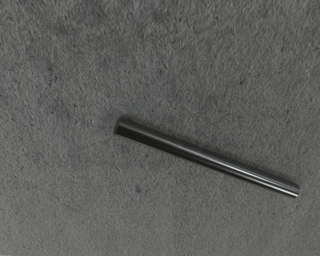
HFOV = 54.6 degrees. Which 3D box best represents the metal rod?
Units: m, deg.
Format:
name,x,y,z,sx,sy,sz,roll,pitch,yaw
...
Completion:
name,x,y,z,sx,sy,sz,roll,pitch,yaw
metal rod,0.078,0.049,0.448,0.302,0.025,0.025,21,127,-17
